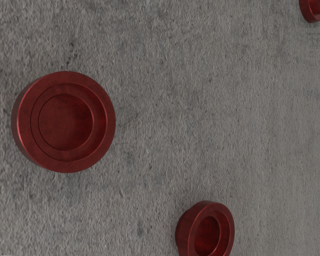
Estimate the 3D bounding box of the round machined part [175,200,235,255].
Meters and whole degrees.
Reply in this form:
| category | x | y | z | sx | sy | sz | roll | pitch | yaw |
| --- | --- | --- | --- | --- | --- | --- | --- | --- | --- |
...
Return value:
| category | x | y | z | sx | sy | sz | roll | pitch | yaw |
| --- | --- | --- | --- | --- | --- | --- | --- | --- | --- |
| round machined part | 0.060 | 0.153 | 0.444 | 0.099 | 0.042 | 0.097 | 0 | 90 | -40 |

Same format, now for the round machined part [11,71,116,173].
| category | x | y | z | sx | sy | sz | roll | pitch | yaw |
| --- | --- | --- | --- | --- | --- | --- | --- | --- | --- |
| round machined part | -0.098 | -0.006 | 0.312 | 0.099 | 0.042 | 0.097 | 0 | 90 | -40 |

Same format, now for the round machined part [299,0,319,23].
| category | x | y | z | sx | sy | sz | roll | pitch | yaw |
| --- | --- | --- | --- | --- | --- | --- | --- | --- | --- |
| round machined part | 0.351 | -0.287 | 0.687 | 0.099 | 0.042 | 0.097 | 0 | 90 | -40 |
